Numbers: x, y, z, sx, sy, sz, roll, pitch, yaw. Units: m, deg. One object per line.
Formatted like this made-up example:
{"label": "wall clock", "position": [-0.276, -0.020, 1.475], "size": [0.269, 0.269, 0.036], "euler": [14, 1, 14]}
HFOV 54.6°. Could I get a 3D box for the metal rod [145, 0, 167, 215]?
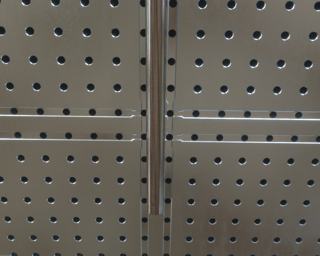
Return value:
{"label": "metal rod", "position": [-0.006, -0.019, 0.407], "size": [0.025, 0.025, 0.298], "euler": [0, 110, 0]}
